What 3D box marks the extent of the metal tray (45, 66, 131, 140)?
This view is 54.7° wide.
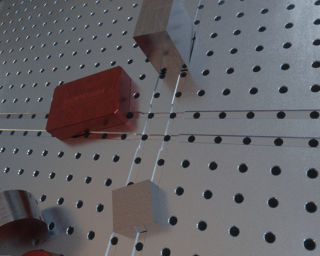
[{"bbox_3d":[-0.112,-0.039,0.488,0.130,0.030,0.090,-13,56,20],"label":"metal tray"}]

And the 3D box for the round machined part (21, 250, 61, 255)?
[{"bbox_3d":[-0.136,0.193,0.351,0.098,0.042,0.098,-13,56,21],"label":"round machined part"}]

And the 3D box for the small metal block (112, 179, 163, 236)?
[{"bbox_3d":[-0.028,0.094,0.365,0.050,0.025,0.050,-20,54,16],"label":"small metal block"}]

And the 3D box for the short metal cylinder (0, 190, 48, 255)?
[{"bbox_3d":[-0.192,0.126,0.397,0.080,0.080,0.050,-43,51,-1],"label":"short metal cylinder"}]

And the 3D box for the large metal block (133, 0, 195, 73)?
[{"bbox_3d":[0.010,-0.140,0.454,0.050,0.080,0.080,-3,60,27],"label":"large metal block"}]
